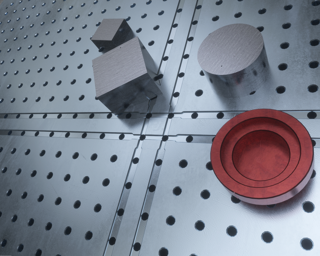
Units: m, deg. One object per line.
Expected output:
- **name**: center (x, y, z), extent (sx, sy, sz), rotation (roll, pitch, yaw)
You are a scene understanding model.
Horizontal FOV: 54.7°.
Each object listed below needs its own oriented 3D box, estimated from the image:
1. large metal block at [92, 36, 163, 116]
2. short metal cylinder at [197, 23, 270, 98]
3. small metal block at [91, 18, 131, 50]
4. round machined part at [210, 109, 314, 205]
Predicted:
- **large metal block**: center (-0.051, -0.078, 0.465), extent (0.080, 0.050, 0.080), rotation (-24, 53, 13)
- **short metal cylinder**: center (0.094, -0.085, 0.394), extent (0.080, 0.050, 0.080), rotation (-13, 56, 20)
- **small metal block**: center (-0.088, -0.168, 0.556), extent (0.050, 0.025, 0.050), rotation (12, 68, 33)
- **round machined part**: center (0.106, 0.032, 0.322), extent (0.098, 0.042, 0.098), rotation (-13, 56, 20)
